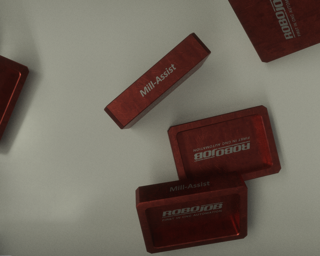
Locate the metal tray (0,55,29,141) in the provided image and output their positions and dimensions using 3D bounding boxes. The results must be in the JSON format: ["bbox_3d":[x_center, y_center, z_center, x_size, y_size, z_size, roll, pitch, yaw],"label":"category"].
[{"bbox_3d":[-0.229,-0.033,0.376,0.030,0.090,0.129,22,90,37],"label":"metal tray"}]

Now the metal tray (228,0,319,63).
[{"bbox_3d":[0.139,-0.137,0.350,0.090,0.130,0.030,-19,54,28],"label":"metal tray"}]

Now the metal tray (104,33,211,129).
[{"bbox_3d":[-0.003,-0.052,0.378,0.130,0.090,0.030,-41,91,0],"label":"metal tray"}]

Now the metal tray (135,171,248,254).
[{"bbox_3d":[0.041,0.107,0.389,0.131,0.030,0.089,-9,120,-1],"label":"metal tray"}]

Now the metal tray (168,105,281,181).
[{"bbox_3d":[0.083,0.028,0.409,0.131,0.030,0.089,-13,90,-1],"label":"metal tray"}]
